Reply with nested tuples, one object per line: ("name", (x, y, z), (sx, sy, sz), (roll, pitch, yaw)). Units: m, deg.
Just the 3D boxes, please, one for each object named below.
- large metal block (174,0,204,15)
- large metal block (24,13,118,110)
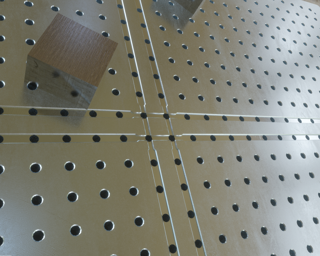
("large metal block", (0.058, -0.277, 0.591), (0.080, 0.050, 0.080), (35, 51, -5))
("large metal block", (-0.108, -0.082, 0.384), (0.080, 0.050, 0.080), (25, 53, -13))
